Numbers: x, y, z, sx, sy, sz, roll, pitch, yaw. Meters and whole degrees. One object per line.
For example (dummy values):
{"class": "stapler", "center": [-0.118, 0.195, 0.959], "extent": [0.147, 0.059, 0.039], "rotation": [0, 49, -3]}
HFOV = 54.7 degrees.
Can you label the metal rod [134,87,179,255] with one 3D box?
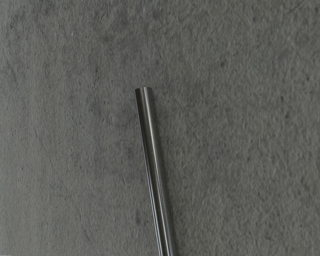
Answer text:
{"class": "metal rod", "center": [0.000, 0.094, 0.402], "extent": [0.025, 0.025, 0.298], "rotation": [-15, 81, 39]}
